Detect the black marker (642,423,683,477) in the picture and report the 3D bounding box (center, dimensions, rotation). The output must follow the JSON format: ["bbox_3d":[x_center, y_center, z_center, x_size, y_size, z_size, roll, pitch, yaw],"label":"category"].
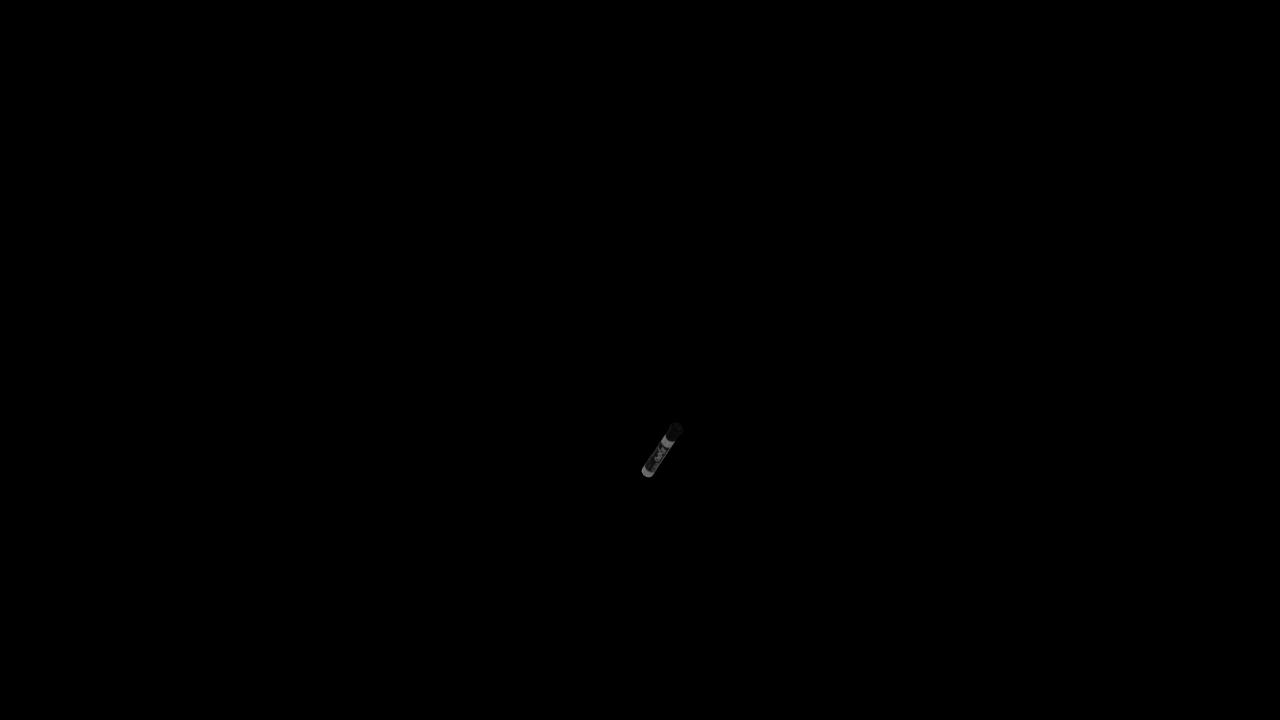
[{"bbox_3d":[0.031,0.127,0.865,0.020,0.020,0.121,0,-40,-27],"label":"black marker"}]
